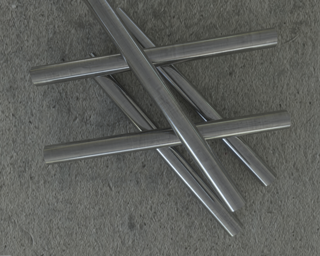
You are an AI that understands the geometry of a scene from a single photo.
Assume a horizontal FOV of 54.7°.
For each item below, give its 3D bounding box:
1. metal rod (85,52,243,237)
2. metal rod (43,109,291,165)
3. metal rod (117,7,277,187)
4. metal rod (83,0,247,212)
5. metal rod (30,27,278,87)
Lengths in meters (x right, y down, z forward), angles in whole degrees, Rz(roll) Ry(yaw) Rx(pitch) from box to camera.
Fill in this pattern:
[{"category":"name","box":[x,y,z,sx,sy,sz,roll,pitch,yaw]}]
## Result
[{"category":"metal rod","box":[0.003,0.022,0.410,0.025,0.025,0.300,-41,91,0]},{"category":"metal rod","box":[0.009,0.011,0.387,0.302,0.025,0.025,-9,90,-1]},{"category":"metal rod","box":[0.044,-0.040,0.411,0.025,0.025,0.300,-43,91,0]},{"category":"metal rod","box":[0.006,-0.032,0.361,0.025,0.025,0.299,-35,91,0]},{"category":"metal rod","box":[-0.006,-0.089,0.386,0.302,0.025,0.025,-10,90,-1]}]
